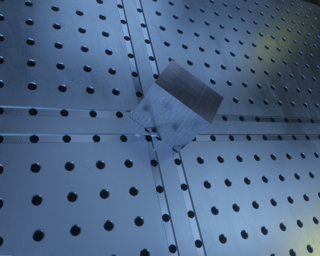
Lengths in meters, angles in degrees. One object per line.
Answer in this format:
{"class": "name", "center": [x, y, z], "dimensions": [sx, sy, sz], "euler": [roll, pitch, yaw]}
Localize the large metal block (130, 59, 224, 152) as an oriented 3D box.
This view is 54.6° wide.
{"class": "large metal block", "center": [0.020, -0.026, 0.399], "dimensions": [0.080, 0.080, 0.050], "euler": [36, 51, -5]}
